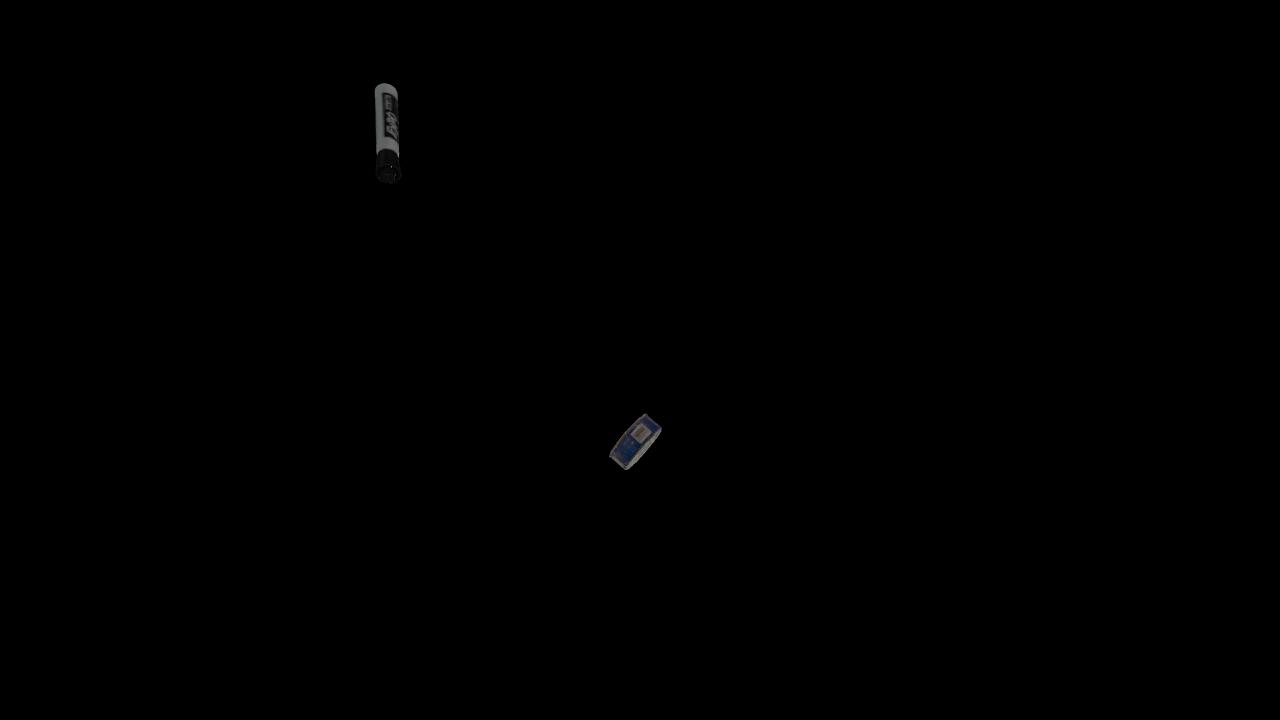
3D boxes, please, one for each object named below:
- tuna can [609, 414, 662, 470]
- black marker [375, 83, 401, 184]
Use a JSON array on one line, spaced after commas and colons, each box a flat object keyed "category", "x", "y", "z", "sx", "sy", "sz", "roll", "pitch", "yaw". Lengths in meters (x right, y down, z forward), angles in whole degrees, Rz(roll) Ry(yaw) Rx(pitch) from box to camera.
[{"category": "tuna can", "x": -0.006, "y": 0.121, "z": 0.905, "sx": 0.034, "sy": 0.084, "sz": 0.084, "roll": 40, "pitch": 9, "yaw": 11}, {"category": "black marker", "x": -0.209, "y": -0.187, "z": 0.507, "sx": 0.020, "sy": 0.121, "sz": 0.020, "roll": -12, "pitch": -34, "yaw": -8}]
